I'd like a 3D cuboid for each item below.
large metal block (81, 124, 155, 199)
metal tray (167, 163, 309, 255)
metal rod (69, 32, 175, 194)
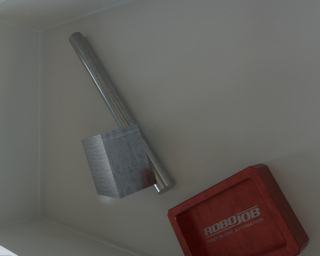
[{"bbox_3d":[-0.058,0.044,0.411,0.080,0.050,0.080,-14,93,59],"label":"large metal block"},{"bbox_3d":[0.077,0.107,0.338,0.130,0.030,0.090,-38,67,33],"label":"metal tray"},{"bbox_3d":[-0.066,-0.036,0.458,0.025,0.025,0.299,-47,62,29],"label":"metal rod"}]
